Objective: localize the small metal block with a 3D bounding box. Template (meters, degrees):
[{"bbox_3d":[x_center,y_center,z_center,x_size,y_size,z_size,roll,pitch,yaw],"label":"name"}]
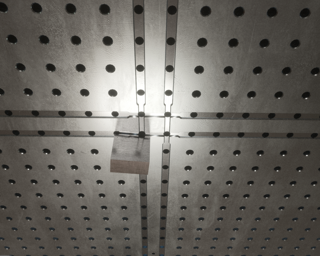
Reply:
[{"bbox_3d":[-0.040,0.035,0.425,0.050,0.050,0.025,5,130,-5],"label":"small metal block"}]
